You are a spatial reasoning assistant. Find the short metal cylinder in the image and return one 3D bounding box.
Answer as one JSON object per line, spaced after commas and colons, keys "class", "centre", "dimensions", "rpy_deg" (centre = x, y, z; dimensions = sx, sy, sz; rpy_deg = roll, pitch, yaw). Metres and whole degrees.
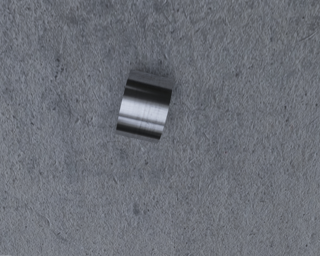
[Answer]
{"class": "short metal cylinder", "centre": [-0.019, -0.026, 0.371], "dimensions": [0.050, 0.080, 0.079], "rpy_deg": [13, 110, -5]}
